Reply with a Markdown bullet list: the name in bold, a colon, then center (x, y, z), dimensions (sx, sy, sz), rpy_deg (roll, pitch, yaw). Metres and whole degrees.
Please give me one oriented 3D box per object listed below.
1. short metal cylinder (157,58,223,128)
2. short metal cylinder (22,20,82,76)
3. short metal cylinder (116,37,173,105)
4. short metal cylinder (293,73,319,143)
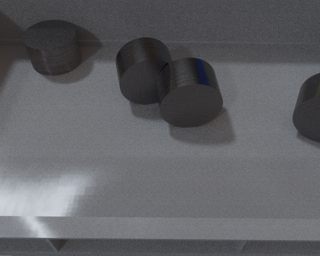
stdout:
- **short metal cylinder**: center (0.038, -0.045, 0.408), dimensions (0.081, 0.080, 0.050), rpy_deg (-3, 51, -3)
- **short metal cylinder**: center (-0.170, -0.129, 0.495), dimensions (0.081, 0.050, 0.080), rpy_deg (0, 50, 0)
- **short metal cylinder**: center (-0.019, -0.079, 0.435), dimensions (0.081, 0.080, 0.050), rpy_deg (-9, 51, -8)
- **short metal cylinder**: center (0.216, -0.025, 0.393), dimensions (0.080, 0.080, 0.050), rpy_deg (20, 53, 16)
